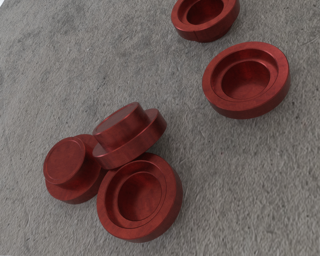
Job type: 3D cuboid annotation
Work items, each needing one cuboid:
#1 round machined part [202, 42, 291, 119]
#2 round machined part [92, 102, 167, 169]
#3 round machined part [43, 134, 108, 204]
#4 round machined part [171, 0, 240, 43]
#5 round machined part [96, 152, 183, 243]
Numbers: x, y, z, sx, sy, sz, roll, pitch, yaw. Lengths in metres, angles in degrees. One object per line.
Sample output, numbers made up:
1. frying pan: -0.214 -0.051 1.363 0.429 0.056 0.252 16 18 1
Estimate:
1. round machined part: 0.104 -0.052 0.371 0.098 0.042 0.098 -13 56 21
2. round machined part: -0.044 0.003 0.384 0.098 0.042 0.098 -30 18 11
3. round machined part: -0.119 0.051 0.424 0.098 0.042 0.098 -13 56 21
4. round machined part: 0.069 -0.165 0.458 0.098 0.042 0.098 -13 56 21
5. round machined part: -0.019 0.081 0.354 0.098 0.042 0.098 -13 56 21
